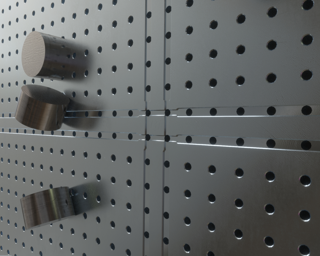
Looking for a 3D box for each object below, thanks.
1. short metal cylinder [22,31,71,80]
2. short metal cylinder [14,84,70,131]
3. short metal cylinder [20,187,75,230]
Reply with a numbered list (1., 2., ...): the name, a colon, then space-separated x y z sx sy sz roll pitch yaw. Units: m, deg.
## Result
1. short metal cylinder: -0.206 -0.129 0.560 0.080 0.050 0.079 0 90 39
2. short metal cylinder: -0.205 -0.036 0.539 0.080 0.081 0.050 36 112 34
3. short metal cylinder: -0.190 0.136 0.527 0.080 0.081 0.050 -28 73 36
